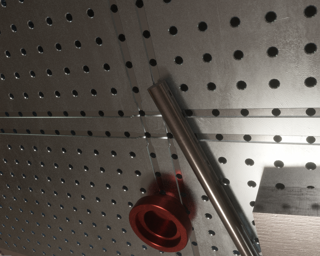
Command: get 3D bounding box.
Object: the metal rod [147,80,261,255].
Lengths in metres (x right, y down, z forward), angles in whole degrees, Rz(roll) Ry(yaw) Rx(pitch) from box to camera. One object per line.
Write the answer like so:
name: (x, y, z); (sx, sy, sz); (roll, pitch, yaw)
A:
metal rod: (0.067, 0.072, 0.419); (0.025, 0.025, 0.299); (-19, 109, 35)

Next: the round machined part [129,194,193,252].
round machined part: (0.005, 0.143, 0.485); (0.098, 0.042, 0.097); (13, 124, 20)

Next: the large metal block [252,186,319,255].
large metal block: (0.166, 0.120, 0.382); (0.080, 0.050, 0.080); (-5, 116, 30)
